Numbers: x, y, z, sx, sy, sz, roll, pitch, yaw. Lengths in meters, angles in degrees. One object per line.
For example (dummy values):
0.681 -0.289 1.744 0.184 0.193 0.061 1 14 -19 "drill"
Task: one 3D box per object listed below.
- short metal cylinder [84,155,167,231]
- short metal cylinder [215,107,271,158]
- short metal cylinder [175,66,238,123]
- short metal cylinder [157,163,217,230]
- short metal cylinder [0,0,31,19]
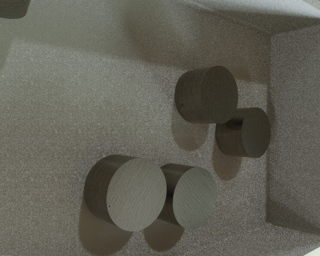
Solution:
-0.039 0.072 0.357 0.081 0.050 0.080 0 90 -40 "short metal cylinder"
0.136 0.007 0.504 0.081 0.050 0.080 0 90 -40 "short metal cylinder"
0.068 -0.046 0.447 0.081 0.050 0.080 0 90 -40 "short metal cylinder"
0.030 0.090 0.416 0.081 0.050 0.080 0 90 -40 "short metal cylinder"
-0.143 -0.133 0.251 0.080 0.080 0.050 21 77 -38 "short metal cylinder"
